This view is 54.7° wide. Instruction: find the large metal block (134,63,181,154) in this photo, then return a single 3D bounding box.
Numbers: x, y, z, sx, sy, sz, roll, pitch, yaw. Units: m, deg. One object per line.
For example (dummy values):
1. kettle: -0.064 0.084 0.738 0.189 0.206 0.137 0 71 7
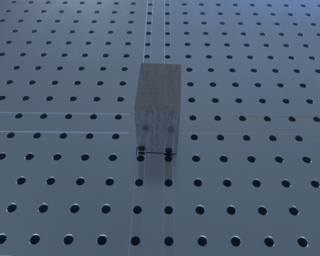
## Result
1. large metal block: -0.001 -0.024 0.391 0.050 0.080 0.080 3 50 2
